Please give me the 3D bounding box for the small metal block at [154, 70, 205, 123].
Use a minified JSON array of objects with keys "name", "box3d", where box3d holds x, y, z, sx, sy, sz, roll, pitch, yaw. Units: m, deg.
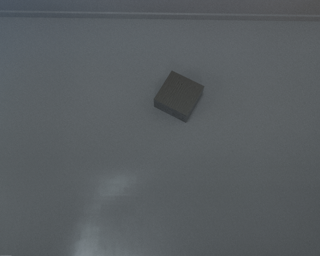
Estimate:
[{"name":"small metal block","box3d":[0.026,-0.043,0.426,0.050,0.025,0.050,28,72,9]}]
